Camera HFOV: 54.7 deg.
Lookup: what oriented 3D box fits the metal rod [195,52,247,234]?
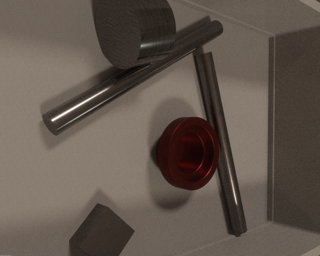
[{"bbox_3d":[0.100,0.031,0.492,0.025,0.025,0.298,-23,105,-38],"label":"metal rod"}]

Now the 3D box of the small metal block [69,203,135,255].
[{"bbox_3d":[-0.065,0.123,0.354,0.050,0.025,0.050,52,60,-28],"label":"small metal block"}]

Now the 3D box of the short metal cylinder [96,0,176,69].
[{"bbox_3d":[-0.028,-0.111,0.348,0.050,0.080,0.080,-24,105,-38],"label":"short metal cylinder"}]

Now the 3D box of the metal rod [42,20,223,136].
[{"bbox_3d":[-0.012,-0.079,0.398,0.302,0.025,0.025,-37,113,-34],"label":"metal rod"}]

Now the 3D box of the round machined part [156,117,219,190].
[{"bbox_3d":[0.034,0.034,0.426,0.099,0.042,0.097,0,90,-40],"label":"round machined part"}]
